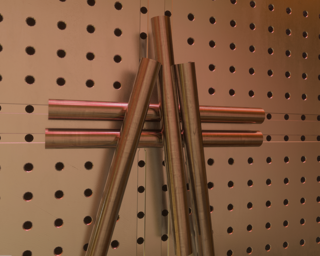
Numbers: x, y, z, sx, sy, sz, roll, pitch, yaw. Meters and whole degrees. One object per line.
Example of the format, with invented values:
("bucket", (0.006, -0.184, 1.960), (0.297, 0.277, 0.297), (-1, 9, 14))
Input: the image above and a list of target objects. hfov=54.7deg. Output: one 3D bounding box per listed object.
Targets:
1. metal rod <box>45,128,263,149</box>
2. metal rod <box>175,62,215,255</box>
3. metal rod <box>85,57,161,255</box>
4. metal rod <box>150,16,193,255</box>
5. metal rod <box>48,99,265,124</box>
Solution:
("metal rod", (0.007, 0.014, 0.417), (0.303, 0.025, 0.025), (1, 90, -21))
("metal rod", (0.050, 0.065, 0.412), (0.025, 0.025, 0.298), (-11, 101, -20))
("metal rod", (-0.052, 0.063, 0.375), (0.025, 0.025, 0.298), (15, 92, -20))
("metal rod", (0.015, 0.012, 0.393), (0.025, 0.025, 0.298), (-7, 93, -20))
("metal rod", (0.010, -0.020, 0.418), (0.303, 0.025, 0.025), (1, 90, -21))
